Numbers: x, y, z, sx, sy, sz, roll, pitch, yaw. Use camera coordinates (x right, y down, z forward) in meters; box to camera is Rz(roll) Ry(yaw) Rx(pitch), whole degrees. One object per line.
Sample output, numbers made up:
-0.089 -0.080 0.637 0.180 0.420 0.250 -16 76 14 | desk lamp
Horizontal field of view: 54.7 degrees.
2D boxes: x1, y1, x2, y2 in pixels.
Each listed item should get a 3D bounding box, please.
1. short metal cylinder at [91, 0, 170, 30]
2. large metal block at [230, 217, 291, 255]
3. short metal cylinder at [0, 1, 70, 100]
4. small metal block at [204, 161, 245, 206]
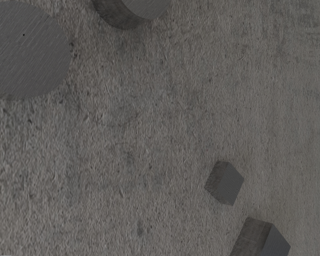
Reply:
-0.034 -0.161 0.360 0.081 0.050 0.079 0 90 -40 | short metal cylinder
0.174 0.215 0.535 0.080 0.050 0.080 49 61 -29 | large metal block
-0.130 -0.066 0.279 0.081 0.050 0.079 0 90 -40 | short metal cylinder
0.103 0.087 0.491 0.050 0.025 0.050 45 63 -31 | small metal block
